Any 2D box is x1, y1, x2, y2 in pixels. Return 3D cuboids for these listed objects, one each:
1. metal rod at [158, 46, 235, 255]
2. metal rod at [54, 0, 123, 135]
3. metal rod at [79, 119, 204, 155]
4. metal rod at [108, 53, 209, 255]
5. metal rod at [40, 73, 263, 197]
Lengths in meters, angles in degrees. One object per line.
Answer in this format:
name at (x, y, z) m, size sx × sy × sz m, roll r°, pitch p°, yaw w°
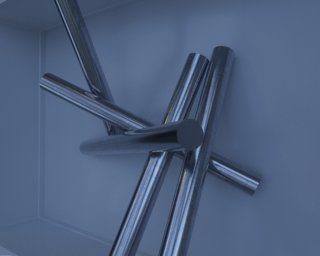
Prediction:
metal rod at (0.031, 0.051, 0.302) m, size 0.025 × 0.025 × 0.299 m, roll 1°, pitch 66°, yaw 39°
metal rod at (-0.096, -0.100, 0.389) m, size 0.025 × 0.025 × 0.298 m, roll 5°, pitch 124°, yaw 39°
metal rod at (-0.047, 0.019, 0.373) m, size 0.299 × 0.025 × 0.025 m, roll -11°, pitch 83°, yaw 61°
metal rod at (-0.010, 0.058, 0.323) m, size 0.025 × 0.025 × 0.299 m, roll 13°, pitch 76°, yaw 39°
metal rod at (-0.026, -0.001, 0.372) m, size 0.301 × 0.025 × 0.025 m, roll 26°, pitch 107°, yaw 19°
